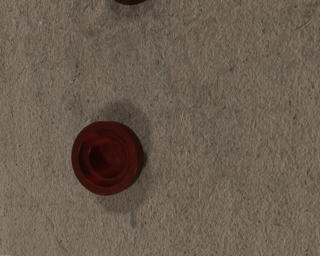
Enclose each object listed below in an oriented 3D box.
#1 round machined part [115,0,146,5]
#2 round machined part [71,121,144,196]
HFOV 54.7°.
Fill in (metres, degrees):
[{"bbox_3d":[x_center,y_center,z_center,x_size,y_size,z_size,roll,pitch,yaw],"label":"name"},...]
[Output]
[{"bbox_3d":[-0.044,-0.221,0.415,0.098,0.042,0.097,0,90,19],"label":"round machined part"},{"bbox_3d":[-0.067,0.039,0.422,0.098,0.042,0.097,0,90,19],"label":"round machined part"}]
